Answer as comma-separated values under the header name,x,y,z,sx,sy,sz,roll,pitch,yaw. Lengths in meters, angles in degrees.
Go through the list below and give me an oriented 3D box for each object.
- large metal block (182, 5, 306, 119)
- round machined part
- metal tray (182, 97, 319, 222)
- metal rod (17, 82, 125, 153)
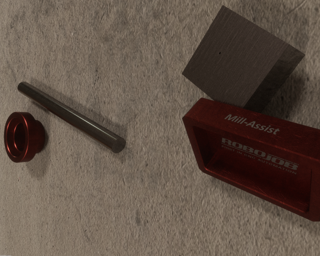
name,x,y,z,sx,sy,sz,roll,pitch,yaw
large metal block,0.083,-0.065,0.319,0.080,0.050,0.080,46,117,30
round machined part,-0.262,0.018,0.606,0.098,0.042,0.097,0,90,39
metal tray,0.090,0.027,0.291,0.130,0.030,0.090,21,147,37
metal rod,-0.168,-0.028,0.540,0.300,0.025,0.025,26,107,36
